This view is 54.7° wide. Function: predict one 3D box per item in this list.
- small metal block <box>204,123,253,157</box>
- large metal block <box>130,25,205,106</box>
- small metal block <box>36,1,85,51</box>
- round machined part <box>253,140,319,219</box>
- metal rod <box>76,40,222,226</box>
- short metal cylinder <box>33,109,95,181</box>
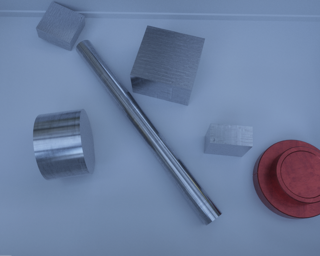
[{"bbox_3d":[0.085,0.016,0.392,0.050,0.050,0.025,5,70,1],"label":"small metal block"},{"bbox_3d":[0.011,-0.085,0.428,0.080,0.050,0.080,14,71,5],"label":"large metal block"},{"bbox_3d":[-0.145,-0.150,0.457,0.050,0.025,0.050,23,71,-6],"label":"small metal block"},{"bbox_3d":[0.169,0.060,0.381,0.099,0.042,0.098,0,70,-1],"label":"round machined part"},{"bbox_3d":[-0.023,-0.005,0.411,0.025,0.025,0.300,-34,74,-12],"label":"metal rod"},{"bbox_3d":[-0.112,0.020,0.372,0.050,0.080,0.080,-8,70,-3],"label":"short metal cylinder"}]
